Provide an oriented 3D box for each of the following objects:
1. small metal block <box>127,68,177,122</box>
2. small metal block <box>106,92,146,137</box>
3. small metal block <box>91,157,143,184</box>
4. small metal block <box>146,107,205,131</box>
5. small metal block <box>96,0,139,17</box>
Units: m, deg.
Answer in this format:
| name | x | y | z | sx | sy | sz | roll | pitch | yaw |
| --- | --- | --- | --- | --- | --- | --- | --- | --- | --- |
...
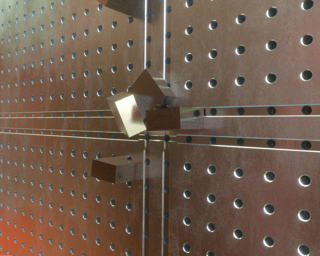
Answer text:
| name | x | y | z | sx | sy | sz | roll | pitch | yaw |
| --- | --- | --- | --- | --- | --- | --- | --- | --- | --- |
| small metal block | -0.013 | -0.044 | 0.418 | 0.050 | 0.025 | 0.050 | -47 | 62 | 29 |
| small metal block | -0.047 | -0.020 | 0.420 | 0.050 | 0.025 | 0.050 | 26 | 138 | 65 |
| small metal block | -0.061 | 0.059 | 0.441 | 0.050 | 0.050 | 0.025 | 8 | 95 | 39 |
| small metal block | 0.019 | -0.010 | 0.376 | 0.050 | 0.050 | 0.025 | -4 | 88 | 39 |
| small metal block | -0.055 | -0.192 | 0.436 | 0.025 | 0.050 | 0.050 | 42 | 116 | 31 |
